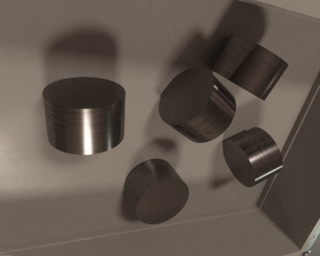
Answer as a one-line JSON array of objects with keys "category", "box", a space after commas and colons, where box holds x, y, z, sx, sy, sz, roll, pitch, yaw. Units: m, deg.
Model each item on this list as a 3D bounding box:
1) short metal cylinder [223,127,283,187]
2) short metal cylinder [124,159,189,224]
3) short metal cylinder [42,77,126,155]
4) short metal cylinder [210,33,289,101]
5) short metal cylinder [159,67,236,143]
[{"category": "short metal cylinder", "box": [0.142, 0.045, 0.481, 0.050, 0.080, 0.080, -24, 128, -14]}, {"category": "short metal cylinder", "box": [-0.006, 0.091, 0.448, 0.081, 0.050, 0.079, -14, 125, -21]}, {"category": "short metal cylinder", "box": [-0.077, -0.015, 0.322, 0.081, 0.080, 0.050, -9, 123, -24]}, {"category": "short metal cylinder", "box": [0.110, -0.076, 0.388, 0.080, 0.080, 0.050, 20, 108, -36]}, {"category": "short metal cylinder", "box": [0.045, -0.028, 0.382, 0.080, 0.080, 0.050, -49, 129, 6]}]
